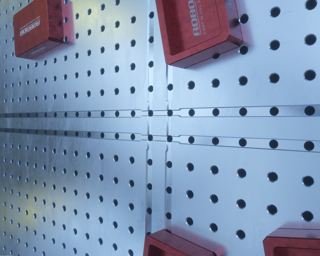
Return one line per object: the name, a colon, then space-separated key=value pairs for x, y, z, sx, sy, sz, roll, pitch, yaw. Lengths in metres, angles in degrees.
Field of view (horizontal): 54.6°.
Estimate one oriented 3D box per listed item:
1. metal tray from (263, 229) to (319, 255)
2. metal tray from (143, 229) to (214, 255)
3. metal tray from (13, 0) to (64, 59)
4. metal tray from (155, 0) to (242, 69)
metal tray: x=0.152 y=0.162 z=0.280 sx=0.090 sy=0.030 sz=0.129 roll=-13 pitch=82 yaw=39
metal tray: x=0.017 y=0.208 z=0.392 sx=0.090 sy=0.030 sz=0.129 roll=11 pitch=97 yaw=39
metal tray: x=-0.241 y=-0.195 z=0.608 sx=0.130 sy=0.030 sz=0.090 roll=-8 pitch=85 yaw=39
metal tray: x=0.040 y=-0.148 z=0.373 sx=0.090 sy=0.030 sz=0.129 roll=-15 pitch=81 yaw=39
